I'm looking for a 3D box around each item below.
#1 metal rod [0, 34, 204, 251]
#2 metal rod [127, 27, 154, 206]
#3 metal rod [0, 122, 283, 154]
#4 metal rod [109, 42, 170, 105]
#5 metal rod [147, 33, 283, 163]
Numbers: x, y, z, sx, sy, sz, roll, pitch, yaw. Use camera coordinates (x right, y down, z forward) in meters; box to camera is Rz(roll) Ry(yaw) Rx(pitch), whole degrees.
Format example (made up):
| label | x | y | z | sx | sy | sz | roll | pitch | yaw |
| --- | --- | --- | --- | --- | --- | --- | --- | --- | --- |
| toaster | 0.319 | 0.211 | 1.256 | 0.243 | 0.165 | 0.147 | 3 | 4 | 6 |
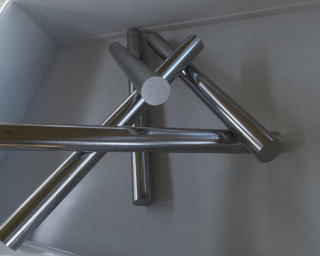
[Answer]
| label | x | y | z | sx | sy | sz | roll | pitch | yaw |
| --- | --- | --- | --- | --- | --- | --- | --- | --- | --- |
| metal rod | -0.044 | -0.006 | 0.328 | 0.025 | 0.025 | 0.301 | 21 | 57 | 36 |
| metal rod | -0.032 | -0.037 | 0.445 | 0.025 | 0.025 | 0.299 | -18 | 55 | 18 |
| metal rod | -0.022 | 0.011 | 0.298 | 0.302 | 0.025 | 0.025 | 2 | 55 | -14 |
| metal rod | -0.040 | -0.083 | 0.395 | 0.025 | 0.025 | 0.300 | -39 | 25 | 2 |
| metal rod | 0.043 | -0.060 | 0.383 | 0.025 | 0.025 | 0.300 | -37 | 40 | 3 |
